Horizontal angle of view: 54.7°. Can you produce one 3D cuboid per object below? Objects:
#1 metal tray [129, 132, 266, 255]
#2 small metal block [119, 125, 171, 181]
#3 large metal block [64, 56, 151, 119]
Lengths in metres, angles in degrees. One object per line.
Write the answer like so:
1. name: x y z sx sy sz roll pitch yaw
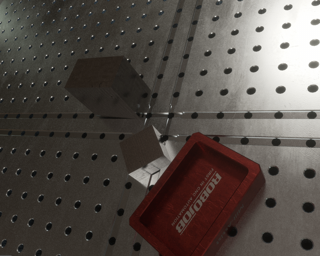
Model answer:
1. metal tray: 0.039 0.078 0.335 0.090 0.030 0.130 30 78 37
2. small metal block: -0.019 0.032 0.397 0.050 0.025 0.050 -29 52 9
3. large metal block: -0.072 -0.056 0.443 0.080 0.080 0.050 3 64 29
